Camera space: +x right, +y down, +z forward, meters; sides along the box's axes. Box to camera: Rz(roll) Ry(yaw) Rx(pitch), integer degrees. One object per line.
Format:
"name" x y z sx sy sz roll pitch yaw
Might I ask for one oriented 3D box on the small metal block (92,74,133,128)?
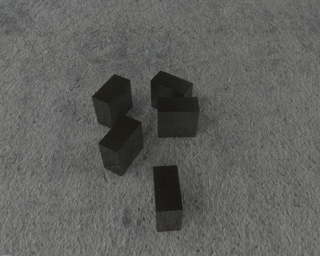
"small metal block" -0.062 -0.035 0.416 0.025 0.050 0.050 23 54 18

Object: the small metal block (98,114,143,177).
"small metal block" -0.045 0.021 0.369 0.025 0.050 0.050 23 54 18

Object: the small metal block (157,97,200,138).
"small metal block" 0.022 -0.013 0.398 0.050 0.050 0.025 -1 50 -1

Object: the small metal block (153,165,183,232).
"small metal block" 0.007 0.074 0.324 0.025 0.050 0.050 -3 50 -3

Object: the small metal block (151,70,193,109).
"small metal block" 0.016 -0.044 0.424 0.050 0.050 0.025 25 55 20
